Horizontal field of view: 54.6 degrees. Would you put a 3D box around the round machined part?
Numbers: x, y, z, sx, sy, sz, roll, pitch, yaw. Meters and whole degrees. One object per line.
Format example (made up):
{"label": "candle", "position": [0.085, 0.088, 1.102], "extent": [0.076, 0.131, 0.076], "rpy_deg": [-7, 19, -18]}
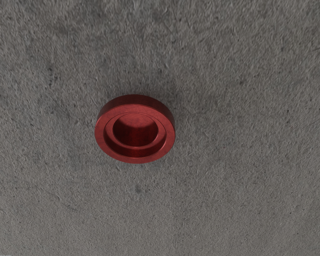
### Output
{"label": "round machined part", "position": [-0.030, -0.003, 0.393], "extent": [0.099, 0.042, 0.097], "rpy_deg": [0, 130, 0]}
